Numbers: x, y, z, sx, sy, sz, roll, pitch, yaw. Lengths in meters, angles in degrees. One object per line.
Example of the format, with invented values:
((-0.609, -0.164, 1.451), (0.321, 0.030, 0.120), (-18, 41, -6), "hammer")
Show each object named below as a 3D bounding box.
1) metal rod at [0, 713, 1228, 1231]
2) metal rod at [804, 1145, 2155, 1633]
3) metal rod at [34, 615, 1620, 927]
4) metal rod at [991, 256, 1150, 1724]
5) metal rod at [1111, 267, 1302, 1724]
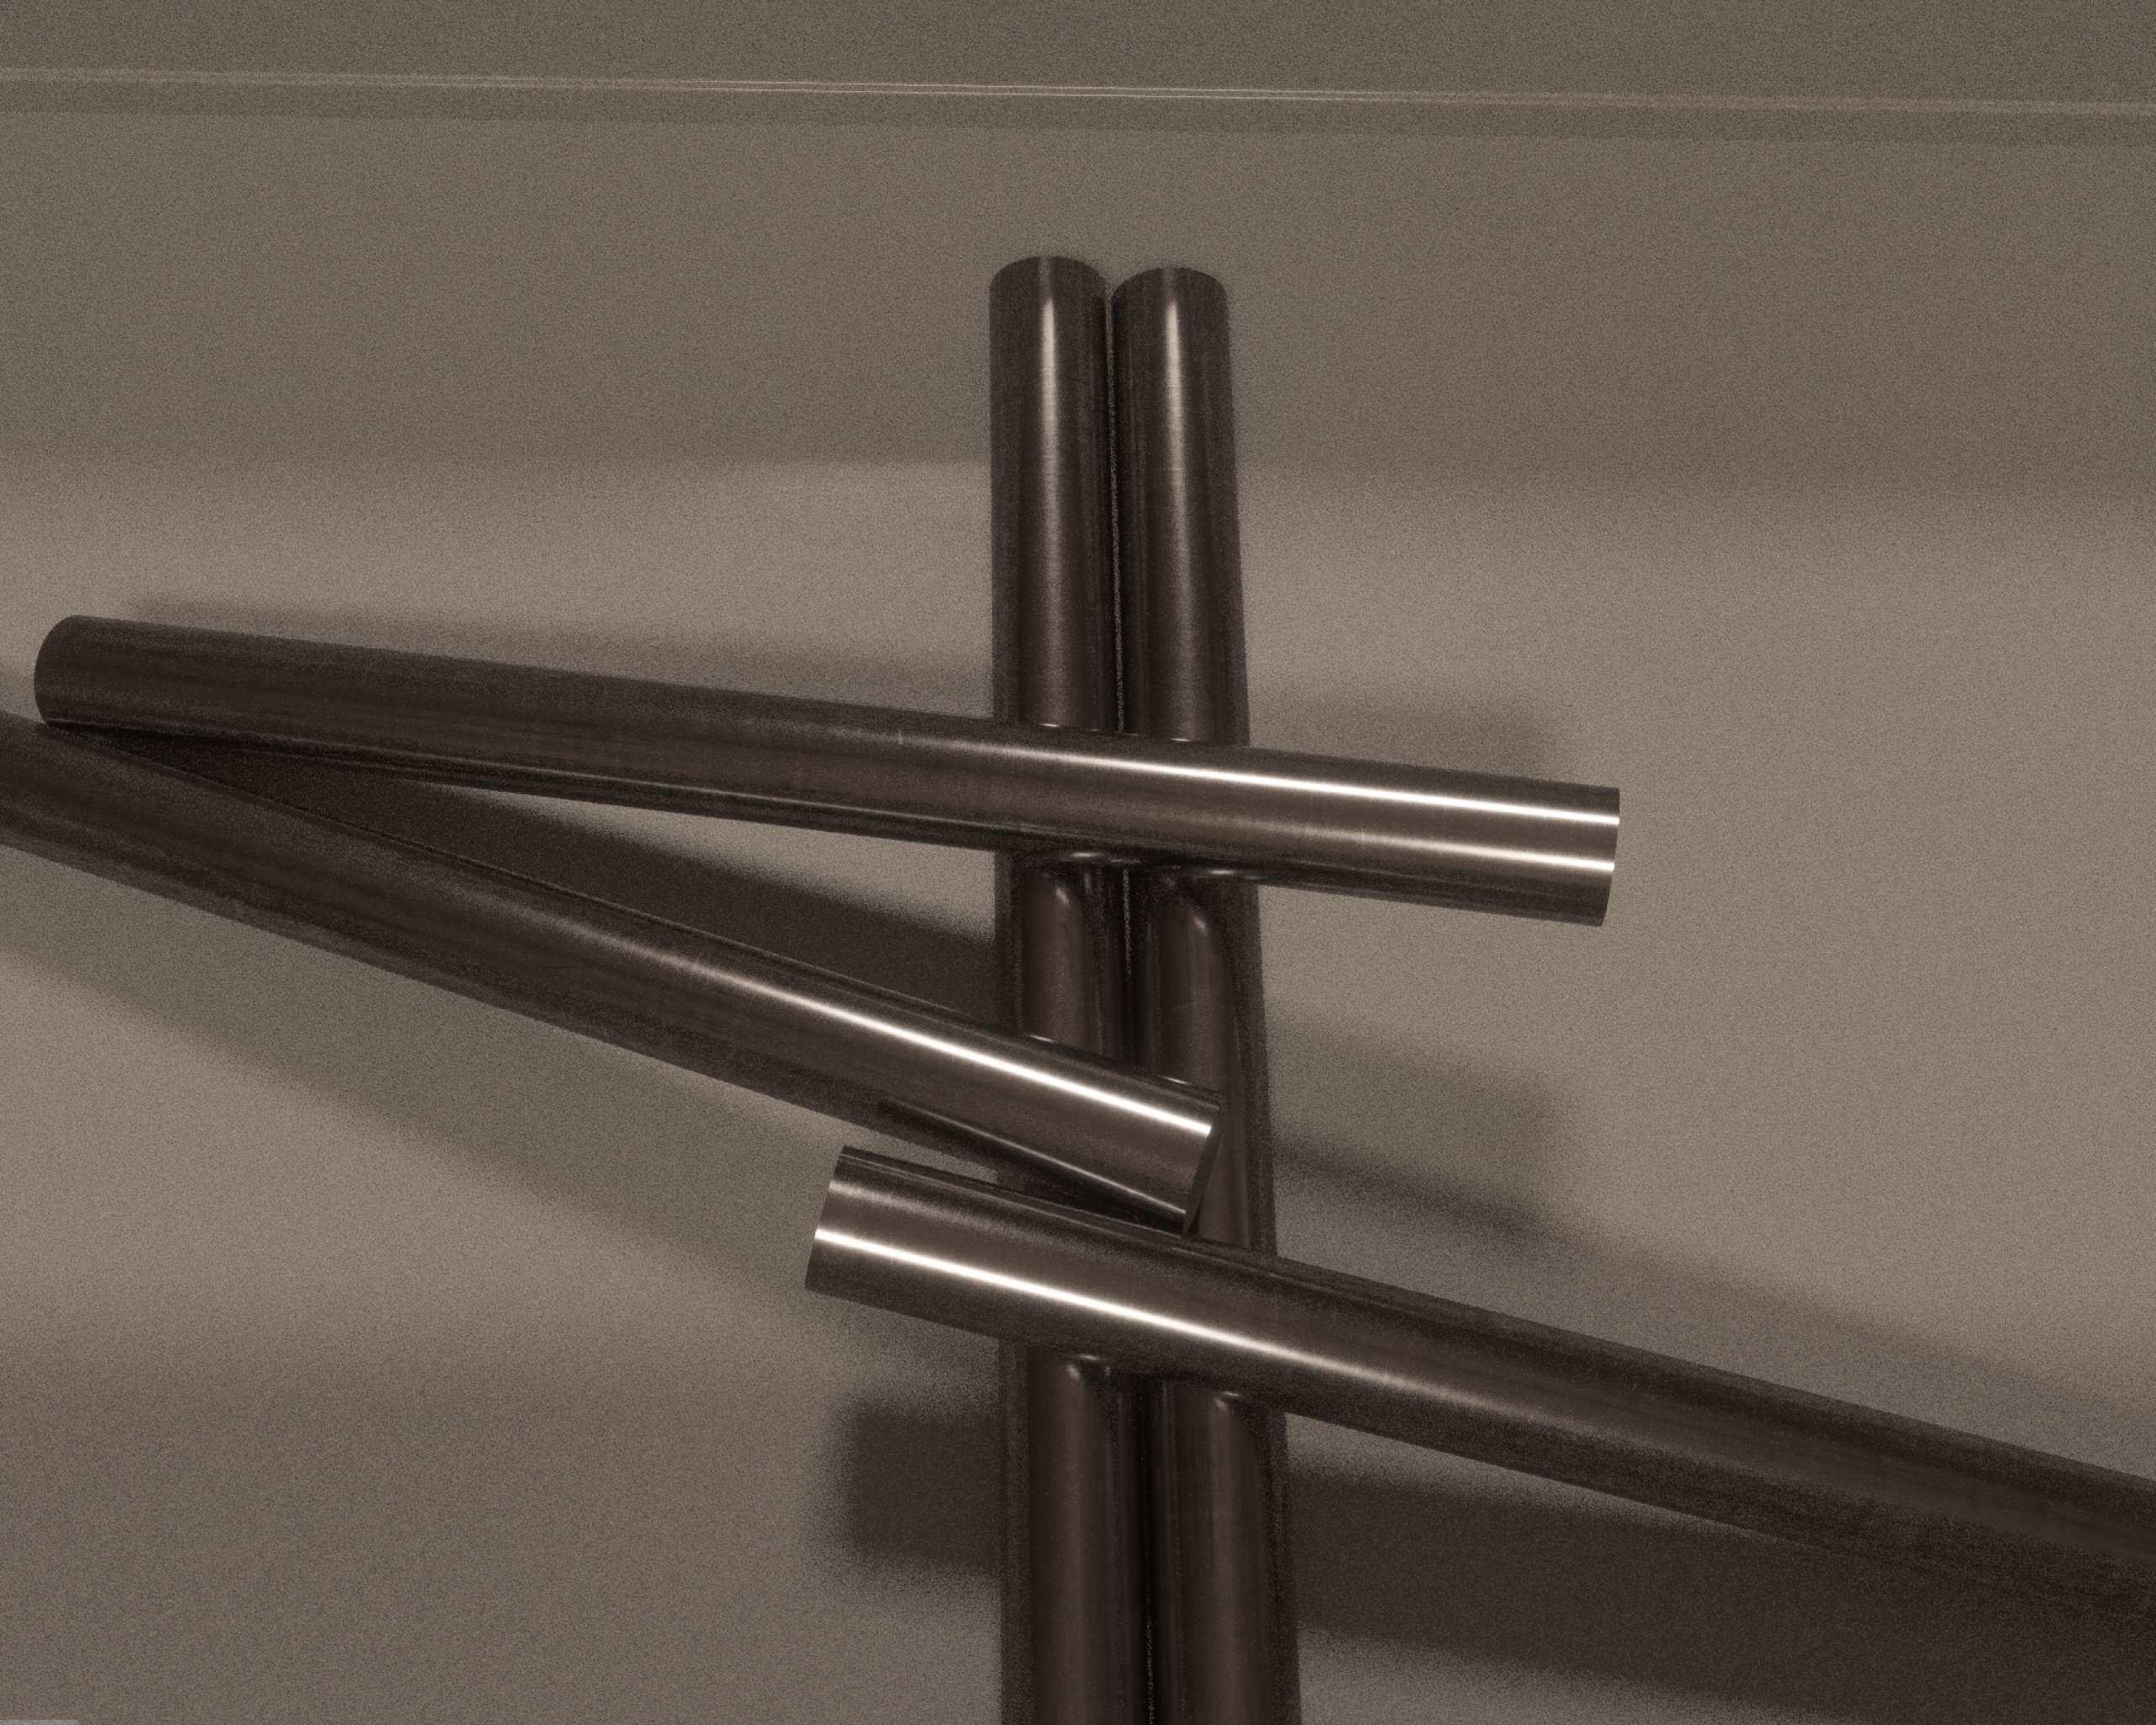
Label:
((-0.120, 0.010, 0.389), (0.301, 0.025, 0.025), (16, 71, 11), "metal rod")
((0.103, 0.098, 0.355), (0.302, 0.025, 0.025), (15, 71, -1), "metal rod")
((-0.053, -0.019, 0.394), (0.301, 0.025, 0.025), (7, 70, 9), "metal rod")
((-0.003, 0.017, 0.400), (0.025, 0.025, 0.299), (-1, 70, -1), "metal rod")
((0.023, 0.019, 0.400), (0.025, 0.025, 0.299), (-1, 70, -1), "metal rod")
